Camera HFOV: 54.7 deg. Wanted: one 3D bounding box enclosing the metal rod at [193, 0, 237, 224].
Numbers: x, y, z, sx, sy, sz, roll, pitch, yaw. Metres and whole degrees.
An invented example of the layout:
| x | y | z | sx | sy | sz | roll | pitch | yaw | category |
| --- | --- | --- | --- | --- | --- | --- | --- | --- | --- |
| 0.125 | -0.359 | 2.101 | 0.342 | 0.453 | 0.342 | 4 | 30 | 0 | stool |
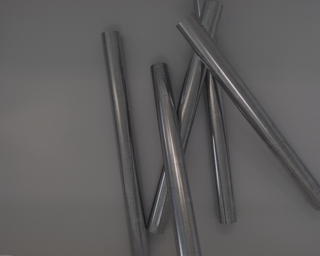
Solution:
| x | y | z | sx | sy | sz | roll | pitch | yaw | category |
| --- | --- | --- | --- | --- | --- | --- | --- | --- | --- |
| 0.073 | -0.025 | 0.411 | 0.025 | 0.025 | 0.298 | -6 | 90 | 0 | metal rod |

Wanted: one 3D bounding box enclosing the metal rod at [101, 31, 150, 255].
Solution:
| x | y | z | sx | sy | sz | roll | pitch | yaw | category |
| --- | --- | --- | --- | --- | --- | --- | --- | --- | --- |
| -0.045 | 0.023 | 0.410 | 0.025 | 0.025 | 0.298 | -8 | 90 | 0 | metal rod |

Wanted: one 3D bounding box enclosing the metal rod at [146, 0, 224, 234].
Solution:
| x | y | z | sx | sy | sz | roll | pitch | yaw | category |
| --- | --- | --- | --- | --- | --- | --- | --- | --- | --- |
| 0.030 | -0.009 | 0.397 | 0.025 | 0.025 | 0.298 | 14 | 96 | 0 | metal rod |

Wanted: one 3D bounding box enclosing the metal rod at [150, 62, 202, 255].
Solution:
| x | y | z | sx | sy | sz | roll | pitch | yaw | category |
| --- | --- | --- | --- | --- | --- | --- | --- | --- | --- |
| 0.019 | 0.054 | 0.350 | 0.025 | 0.025 | 0.299 | -8 | 65 | 0 | metal rod |

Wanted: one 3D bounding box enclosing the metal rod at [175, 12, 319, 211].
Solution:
| x | y | z | sx | sy | sz | roll | pitch | yaw | category |
| --- | --- | --- | --- | --- | --- | --- | --- | --- | --- |
| 0.122 | -0.012 | 0.384 | 0.025 | 0.025 | 0.300 | -40 | 102 | 0 | metal rod |
